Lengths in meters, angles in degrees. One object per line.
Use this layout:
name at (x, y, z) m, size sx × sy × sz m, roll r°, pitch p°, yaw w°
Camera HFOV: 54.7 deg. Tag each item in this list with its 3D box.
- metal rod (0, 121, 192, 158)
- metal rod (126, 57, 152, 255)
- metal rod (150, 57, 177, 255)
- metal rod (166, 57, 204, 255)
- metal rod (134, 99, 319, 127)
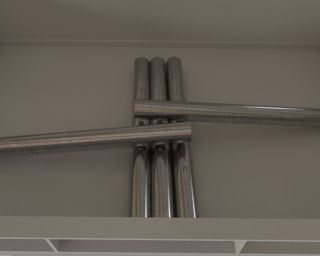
metal rod at (-0.114, 0.017, 0.367) m, size 0.302 × 0.025 × 0.025 m, roll -5°, pitch 50°, yaw 3°
metal rod at (-0.024, 0.013, 0.392) m, size 0.025 × 0.025 × 0.300 m, roll -1°, pitch 50°, yaw -1°
metal rod at (0.000, 0.012, 0.393) m, size 0.025 × 0.025 × 0.300 m, roll -1°, pitch 50°, yaw -1°
metal rod at (0.026, 0.012, 0.394) m, size 0.025 × 0.025 × 0.300 m, roll -1°, pitch 50°, yaw -1°
metal rod at (0.119, -0.017, 0.397) m, size 0.302 × 0.025 × 0.025 m, roll 2°, pitch 50°, yaw -7°
